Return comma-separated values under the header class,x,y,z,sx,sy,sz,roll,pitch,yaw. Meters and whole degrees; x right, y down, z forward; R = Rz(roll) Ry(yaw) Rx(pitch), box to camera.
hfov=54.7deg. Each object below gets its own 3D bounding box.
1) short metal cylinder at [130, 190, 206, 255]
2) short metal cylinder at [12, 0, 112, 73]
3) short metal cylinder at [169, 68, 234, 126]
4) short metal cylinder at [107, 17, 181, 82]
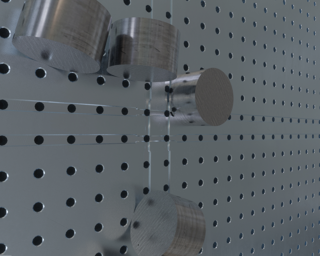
class,x,y,z,sx,sy,sz,roll,pitch,yaw
short metal cylinder,0.009,0.122,0.381,0.050,0.080,0.080,27,73,-37
short metal cylinder,-0.091,-0.091,0.296,0.080,0.080,0.050,19,78,-38
short metal cylinder,0.060,-0.043,0.442,0.081,0.050,0.079,0,90,-40
short metal cylinder,-0.018,-0.087,0.357,0.081,0.080,0.050,8,85,-40
